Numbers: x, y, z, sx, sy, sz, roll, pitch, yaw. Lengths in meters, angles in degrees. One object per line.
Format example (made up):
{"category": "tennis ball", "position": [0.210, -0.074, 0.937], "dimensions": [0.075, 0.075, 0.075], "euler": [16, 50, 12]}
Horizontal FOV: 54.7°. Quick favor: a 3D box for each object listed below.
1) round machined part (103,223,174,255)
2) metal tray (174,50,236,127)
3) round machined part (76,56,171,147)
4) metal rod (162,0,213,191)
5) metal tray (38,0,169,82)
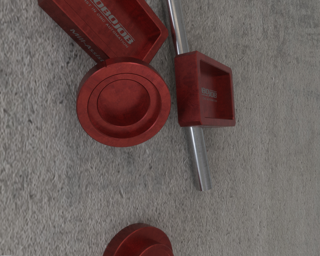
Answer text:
{"category": "round machined part", "position": [-0.020, 0.170, 0.377], "dimensions": [0.099, 0.042, 0.097], "euler": [0, 90, -40]}
{"category": "metal tray", "position": [0.066, -0.046, 0.425], "dimensions": [0.131, 0.030, 0.089], "euler": [1, 85, -58]}
{"category": "round machined part", "position": [-0.041, -0.031, 0.339], "dimensions": [0.099, 0.042, 0.097], "euler": [-7, 120, -12]}
{"category": "metal rod", "position": [0.038, -0.056, 0.435], "dimensions": [0.025, 0.025, 0.298], "euler": [-18, 102, -39]}
{"category": "metal tray", "position": [-0.057, -0.124, 0.353], "dimensions": [0.130, 0.030, 0.090], "euler": [45, 63, -31]}
